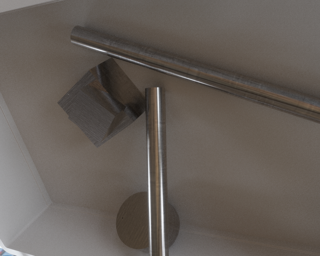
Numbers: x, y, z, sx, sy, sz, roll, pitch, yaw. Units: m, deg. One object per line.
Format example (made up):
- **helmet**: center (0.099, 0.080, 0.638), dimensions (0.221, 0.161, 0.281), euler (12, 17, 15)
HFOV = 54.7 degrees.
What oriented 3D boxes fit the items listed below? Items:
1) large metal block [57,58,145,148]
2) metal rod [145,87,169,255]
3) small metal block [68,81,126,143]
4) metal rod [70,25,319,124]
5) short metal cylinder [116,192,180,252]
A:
- **large metal block**: center (-0.074, -0.032, 0.410), dimensions (0.080, 0.050, 0.080), euler (-33, 100, 38)
- **metal rod**: center (-0.003, 0.100, 0.386), dimensions (0.025, 0.025, 0.298), euler (-1, 91, 28)
- **small metal block**: center (-0.076, -0.018, 0.371), dimensions (0.050, 0.025, 0.050), euler (37, 129, 2)
- **metal rod**: center (0.031, -0.066, 0.350), dimensions (0.301, 0.025, 0.025), euler (20, 126, 15)
- **short metal cylinder**: center (-0.017, 0.140, 0.458), dimensions (0.080, 0.080, 0.050), euler (1, 154, 27)
